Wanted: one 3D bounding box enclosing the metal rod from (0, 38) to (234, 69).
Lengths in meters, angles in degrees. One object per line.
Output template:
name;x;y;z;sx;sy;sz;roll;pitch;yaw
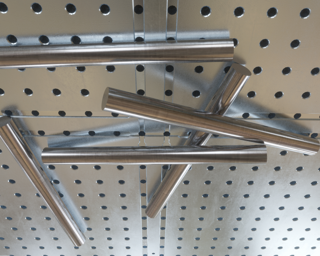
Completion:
metal rod;-0.073;-0.081;0.341;0.302;0.025;0.025;-2;130;1

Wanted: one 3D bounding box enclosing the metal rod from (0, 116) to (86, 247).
metal rod;-0.180;0.103;0.496;0.025;0.025;0.298;-8;130;6

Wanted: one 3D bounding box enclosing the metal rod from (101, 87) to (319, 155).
metal rod;0.079;-0.002;0.378;0.302;0.025;0.025;12;130;-23

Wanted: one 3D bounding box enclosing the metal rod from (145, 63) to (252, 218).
metal rod;0.040;0.039;0.445;0.025;0.025;0.298;16;128;-14

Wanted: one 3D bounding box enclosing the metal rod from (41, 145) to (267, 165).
metal rod;-0.015;0.037;0.418;0.301;0.025;0.025;-1;131;10
